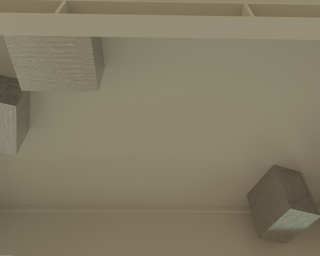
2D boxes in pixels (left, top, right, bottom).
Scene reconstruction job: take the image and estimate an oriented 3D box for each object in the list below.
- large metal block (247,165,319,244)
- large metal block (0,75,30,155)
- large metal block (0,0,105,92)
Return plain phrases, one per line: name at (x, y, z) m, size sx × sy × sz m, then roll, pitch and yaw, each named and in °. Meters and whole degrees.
large metal block at (0.184, 0.117, 0.474) m, size 0.050 × 0.080 × 0.079 m, roll 16°, pitch 128°, yaw -13°
large metal block at (-0.207, -0.019, 0.374) m, size 0.081 × 0.050 × 0.079 m, roll 12°, pitch 129°, yaw -11°
large metal block at (-0.105, -0.085, 0.319) m, size 0.081 × 0.050 × 0.079 m, roll 1°, pitch 130°, yaw -1°
